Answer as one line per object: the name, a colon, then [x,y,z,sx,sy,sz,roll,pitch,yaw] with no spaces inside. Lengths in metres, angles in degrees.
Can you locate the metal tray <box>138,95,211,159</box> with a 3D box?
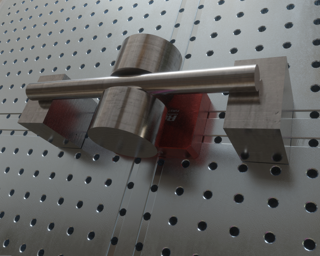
metal tray: [-0.006,-0.010,0.414,0.130,0.030,0.090,2,62,29]

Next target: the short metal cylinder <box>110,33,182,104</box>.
short metal cylinder: [-0.017,-0.071,0.387,0.080,0.080,0.050,1,62,28]

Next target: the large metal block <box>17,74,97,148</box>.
large metal block: [-0.149,-0.023,0.464,0.050,0.080,0.080,1,62,29]

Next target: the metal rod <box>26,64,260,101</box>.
metal rod: [-0.043,-0.048,0.357,0.300,0.025,0.025,1,62,28]

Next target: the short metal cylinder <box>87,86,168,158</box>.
short metal cylinder: [-0.036,-0.004,0.356,0.080,0.080,0.050,1,62,28]

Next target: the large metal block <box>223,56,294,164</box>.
large metal block: [0.107,-0.016,0.325,0.050,0.080,0.080,1,62,29]
